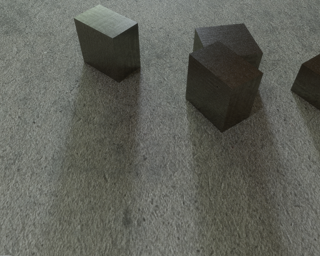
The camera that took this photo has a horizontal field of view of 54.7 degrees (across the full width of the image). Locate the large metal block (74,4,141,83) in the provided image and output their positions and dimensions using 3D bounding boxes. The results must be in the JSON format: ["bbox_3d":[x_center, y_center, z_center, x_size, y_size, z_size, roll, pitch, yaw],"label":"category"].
[{"bbox_3d":[-0.078,-0.130,0.476,0.080,0.080,0.050,33,57,24],"label":"large metal block"}]

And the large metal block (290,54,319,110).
[{"bbox_3d":[0.254,-0.066,0.444,0.081,0.050,0.080,-29,56,-22],"label":"large metal block"}]

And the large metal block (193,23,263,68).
[{"bbox_3d":[0.102,-0.117,0.486,0.081,0.050,0.080,-8,51,-7],"label":"large metal block"}]

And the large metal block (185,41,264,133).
[{"bbox_3d":[0.081,-0.055,0.414,0.050,0.080,0.080,-28,56,-21],"label":"large metal block"}]
